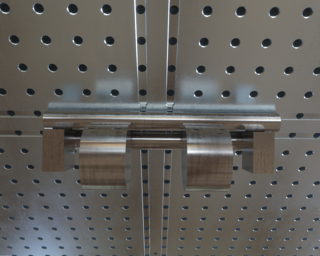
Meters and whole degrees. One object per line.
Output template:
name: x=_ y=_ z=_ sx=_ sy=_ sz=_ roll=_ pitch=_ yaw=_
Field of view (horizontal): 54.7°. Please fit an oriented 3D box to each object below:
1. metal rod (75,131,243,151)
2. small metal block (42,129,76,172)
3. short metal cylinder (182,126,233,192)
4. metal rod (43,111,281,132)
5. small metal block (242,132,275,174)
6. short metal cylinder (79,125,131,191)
metal rod: x=0.000 y=0.018 z=0.427 sx=0.302 sy=0.025 sz=0.025 roll=1 pitch=130 yaw=-1
small metal block: x=-0.125 y=0.027 z=0.387 sx=0.025 sy=0.050 sz=0.050 roll=1 pitch=88 yaw=0
short metal cylinder: x=0.055 y=0.037 z=0.379 sx=0.050 sy=0.080 sz=0.079 roll=1 pitch=130 yaw=-1
metal rod: x=0.003 y=-0.008 z=0.405 sx=0.302 sy=0.025 sz=0.025 roll=1 pitch=130 yaw=-1
small metal block: x=0.123 y=0.030 z=0.392 sx=0.025 sy=0.050 sz=0.050 roll=1 pitch=89 yaw=0
short metal cylinder: x=-0.063 y=0.036 z=0.377 sx=0.050 sy=0.080 sz=0.079 roll=1 pitch=130 yaw=-1
